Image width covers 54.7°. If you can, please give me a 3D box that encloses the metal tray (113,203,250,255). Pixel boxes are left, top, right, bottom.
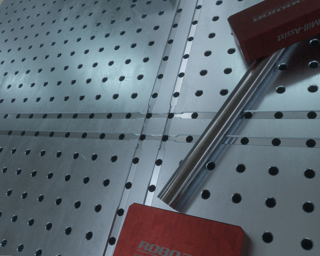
[{"bbox_3d":[0.016,0.134,0.313,0.130,0.030,0.090,4,64,29],"label":"metal tray"}]

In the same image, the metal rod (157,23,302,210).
[{"bbox_3d":[0.095,-0.033,0.377,0.025,0.025,0.300,29,77,37],"label":"metal rod"}]

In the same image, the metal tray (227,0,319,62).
[{"bbox_3d":[0.158,-0.139,0.389,0.130,0.030,0.090,-21,35,15],"label":"metal tray"}]

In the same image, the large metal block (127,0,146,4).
[{"bbox_3d":[-0.025,-0.288,0.581,0.080,0.050,0.080,-1,61,27],"label":"large metal block"}]
